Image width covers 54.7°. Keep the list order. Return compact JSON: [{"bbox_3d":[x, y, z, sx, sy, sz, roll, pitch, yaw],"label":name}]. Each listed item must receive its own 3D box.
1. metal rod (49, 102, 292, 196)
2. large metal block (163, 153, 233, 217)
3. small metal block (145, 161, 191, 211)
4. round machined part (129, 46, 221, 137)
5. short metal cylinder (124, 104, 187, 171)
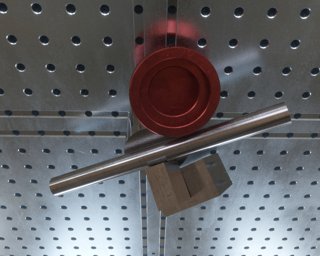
[{"bbox_3d":[0.000,0.031,0.371,0.301,0.025,0.025,-19,128,15],"label":"metal rod"},{"bbox_3d":[0.046,0.077,0.431,0.080,0.050,0.080,-28,170,22],"label":"large metal block"},{"bbox_3d":[0.010,0.068,0.373,0.025,0.050,0.050,-23,169,18],"label":"small metal block"},{"bbox_3d":[0.015,-0.043,0.349,0.099,0.042,0.097,-2,108,-6],"label":"round machined part"},{"bbox_3d":[-0.004,0.013,0.406,0.081,0.050,0.079,0,130,0],"label":"short metal cylinder"}]
